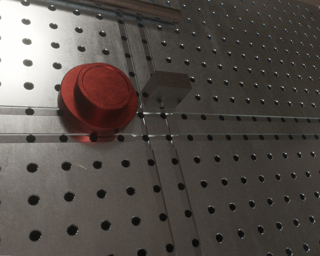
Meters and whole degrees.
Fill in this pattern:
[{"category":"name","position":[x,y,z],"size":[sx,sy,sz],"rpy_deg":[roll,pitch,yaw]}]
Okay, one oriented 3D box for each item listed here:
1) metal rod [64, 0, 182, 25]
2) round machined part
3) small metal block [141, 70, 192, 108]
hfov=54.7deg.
[{"category":"metal rod","position":[-0.102,-0.200,0.476],"size":[0.303,0.025,0.025],"rpy_deg":[2,61,-28]},{"category":"round machined part","position":[-0.073,-0.042,0.385],"size":[0.099,0.042,0.098],"rpy_deg":[14,56,-21]},{"category":"small metal block","position":[0.008,-0.052,0.430],"size":[0.050,0.050,0.025],"rpy_deg":[1,62,-28]}]
